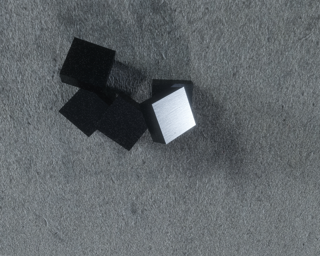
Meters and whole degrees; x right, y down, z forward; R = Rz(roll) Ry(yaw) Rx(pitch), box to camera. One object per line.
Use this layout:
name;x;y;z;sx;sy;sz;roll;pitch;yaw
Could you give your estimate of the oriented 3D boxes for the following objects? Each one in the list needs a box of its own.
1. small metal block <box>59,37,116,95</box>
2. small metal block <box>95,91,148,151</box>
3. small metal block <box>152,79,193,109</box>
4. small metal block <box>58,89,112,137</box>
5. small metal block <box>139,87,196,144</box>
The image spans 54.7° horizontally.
small metal block;-0.085;-0.073;0.370;0.050;0.025;0.050;18;72;-7
small metal block;-0.043;-0.008;0.379;0.050;0.025;0.050;36;106;-13
small metal block;0.015;-0.035;0.398;0.050;0.025;0.050;2;110;-1
small metal block;-0.092;-0.025;0.400;0.050;0.025;0.050;-43;105;14
small metal block;0.010;-0.016;0.365;0.050;0.025;0.050;-32;113;-31
